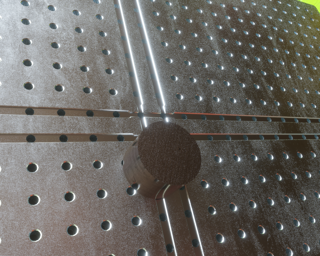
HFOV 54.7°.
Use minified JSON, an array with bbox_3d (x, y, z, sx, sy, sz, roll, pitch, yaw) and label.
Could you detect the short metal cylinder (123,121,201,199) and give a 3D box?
[{"bbox_3d":[0.002,0.039,0.371,0.081,0.050,0.080,14,56,-21],"label":"short metal cylinder"}]
